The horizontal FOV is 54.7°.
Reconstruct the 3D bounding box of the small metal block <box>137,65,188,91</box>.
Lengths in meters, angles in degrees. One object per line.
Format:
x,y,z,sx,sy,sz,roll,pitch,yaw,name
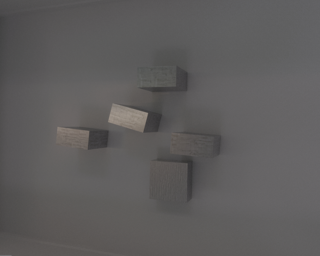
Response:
0.004,-0.062,0.396,0.050,0.050,0.025,1,91,20,small metal block

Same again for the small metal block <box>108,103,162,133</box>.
-0.032,-0.013,0.408,0.050,0.050,0.025,16,96,19,small metal block

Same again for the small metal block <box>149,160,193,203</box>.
0.015,0.068,0.405,0.050,0.025,0.050,2,91,20,small metal block

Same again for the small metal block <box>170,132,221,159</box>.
0.045,0.020,0.381,0.050,0.050,0.025,5,92,20,small metal block

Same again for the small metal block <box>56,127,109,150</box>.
-0.108,0.013,0.435,0.050,0.050,0.025,7,93,20,small metal block
